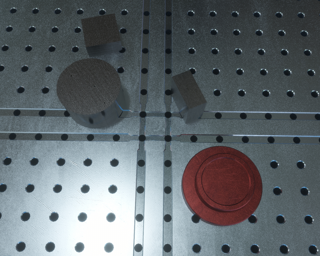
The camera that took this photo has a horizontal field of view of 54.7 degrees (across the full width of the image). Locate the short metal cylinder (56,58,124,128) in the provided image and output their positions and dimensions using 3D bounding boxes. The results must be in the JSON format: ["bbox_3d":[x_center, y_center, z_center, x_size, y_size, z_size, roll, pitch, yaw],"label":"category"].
[{"bbox_3d":[-0.090,-0.045,0.414,0.081,0.050,0.080,0,70,0],"label":"short metal cylinder"}]

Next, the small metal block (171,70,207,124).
[{"bbox_3d":[0.037,-0.041,0.414,0.025,0.050,0.050,-22,72,-8],"label":"small metal block"}]

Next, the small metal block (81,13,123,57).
[{"bbox_3d":[-0.086,-0.138,0.461,0.050,0.025,0.050,-12,71,-5],"label":"small metal block"}]

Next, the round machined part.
[{"bbox_3d":[0.077,0.068,0.379,0.099,0.042,0.098,0,70,0],"label":"round machined part"}]
